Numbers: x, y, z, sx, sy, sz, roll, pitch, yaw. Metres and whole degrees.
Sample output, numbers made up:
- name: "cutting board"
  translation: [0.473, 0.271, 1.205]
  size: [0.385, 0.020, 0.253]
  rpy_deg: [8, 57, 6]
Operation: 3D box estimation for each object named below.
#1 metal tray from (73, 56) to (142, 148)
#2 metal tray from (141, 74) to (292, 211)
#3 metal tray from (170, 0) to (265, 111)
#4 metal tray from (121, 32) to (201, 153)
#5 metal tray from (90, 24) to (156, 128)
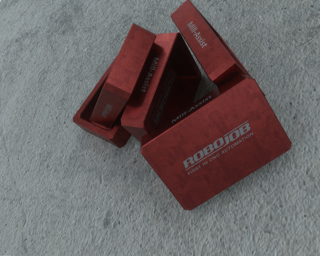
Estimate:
- name: "metal tray"
  translation: [-0.059, -0.044, 0.458]
  size: [0.090, 0.030, 0.130]
  rpy_deg: [22, 73, 35]
- name: "metal tray"
  translation: [0.057, 0.016, 0.323]
  size: [0.130, 0.090, 0.030]
  rpy_deg: [-34, 17, 6]
- name: "metal tray"
  translation: [0.069, -0.090, 0.379]
  size: [0.030, 0.090, 0.130]
  rpy_deg: [-39, 50, 20]
- name: "metal tray"
  translation: [0.008, -0.040, 0.383]
  size: [0.030, 0.090, 0.130]
  rpy_deg: [7, 65, 31]
- name: "metal tray"
  translation: [-0.051, -0.060, 0.394]
  size: [0.130, 0.030, 0.090]
  rpy_deg: [-39, 29, 66]
